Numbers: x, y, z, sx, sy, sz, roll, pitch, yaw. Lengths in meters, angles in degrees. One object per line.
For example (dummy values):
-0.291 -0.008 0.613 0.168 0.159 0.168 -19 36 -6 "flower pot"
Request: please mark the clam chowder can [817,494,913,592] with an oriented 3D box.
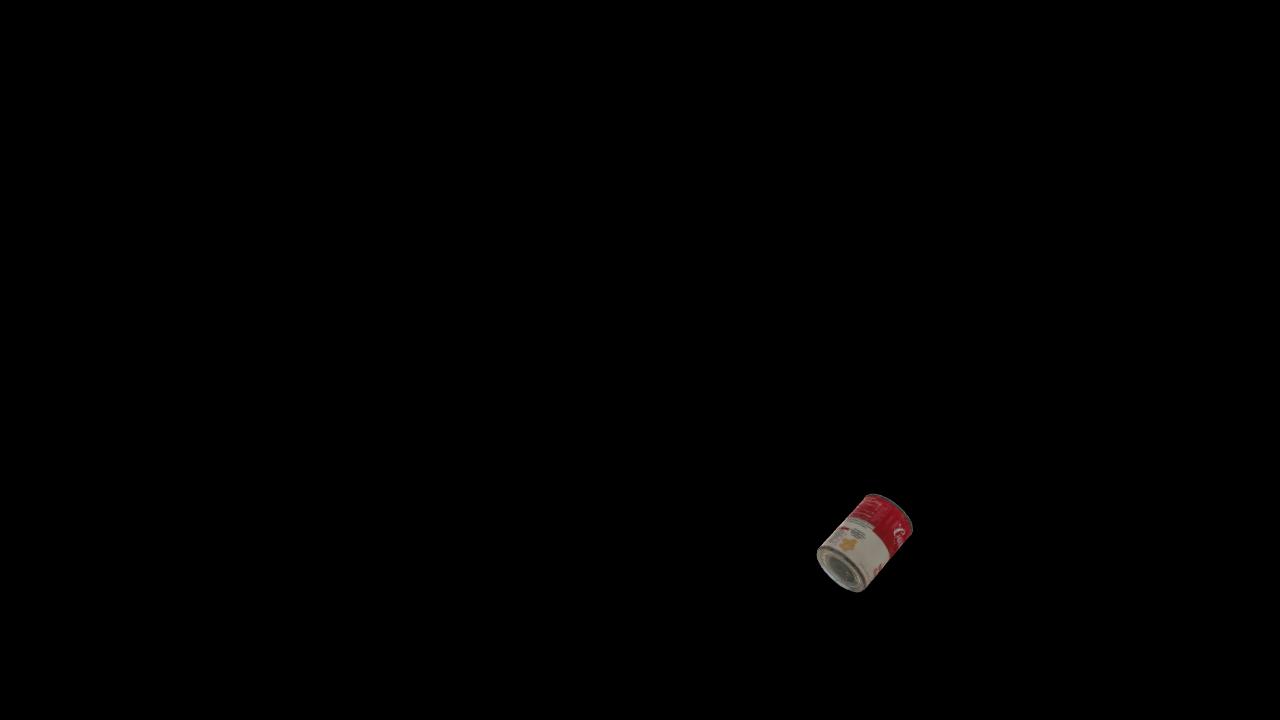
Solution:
0.270 0.219 0.741 0.102 0.068 0.068 -36 17 -24 "clam chowder can"
